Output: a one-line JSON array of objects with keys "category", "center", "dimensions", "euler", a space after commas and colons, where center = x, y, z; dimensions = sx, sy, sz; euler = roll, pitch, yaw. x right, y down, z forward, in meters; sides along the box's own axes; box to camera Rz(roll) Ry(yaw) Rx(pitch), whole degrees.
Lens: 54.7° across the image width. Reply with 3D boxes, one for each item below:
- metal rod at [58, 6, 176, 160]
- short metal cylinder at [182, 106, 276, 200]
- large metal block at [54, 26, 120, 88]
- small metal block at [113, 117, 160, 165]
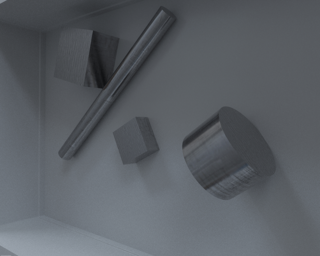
[{"category": "metal rod", "center": [-0.077, -0.051, 0.467], "dimensions": [0.299, 0.025, 0.025], "euler": [-48, 62, 29]}, {"category": "short metal cylinder", "center": [0.069, 0.025, 0.313], "dimensions": [0.050, 0.081, 0.080], "euler": [-42, 65, 32]}, {"category": "large metal block", "center": [-0.116, -0.109, 0.483], "dimensions": [0.080, 0.050, 0.079], "euler": [20, 102, 38]}, {"category": "small metal block", "center": [-0.034, 0.018, 0.433], "dimensions": [0.050, 0.025, 0.050], "euler": [-32, 70, 35]}]
